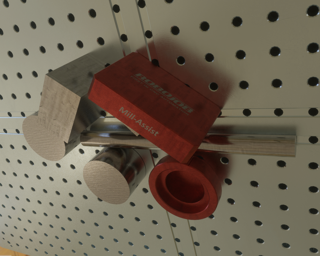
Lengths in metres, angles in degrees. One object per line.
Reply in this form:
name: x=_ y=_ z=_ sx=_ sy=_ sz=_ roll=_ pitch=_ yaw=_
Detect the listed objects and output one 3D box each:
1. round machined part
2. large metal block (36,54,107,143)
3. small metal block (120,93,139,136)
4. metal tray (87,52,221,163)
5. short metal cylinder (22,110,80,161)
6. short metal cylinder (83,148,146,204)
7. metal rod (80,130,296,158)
round machined part: x=0.037 y=0.075 z=0.427 sx=0.098 sy=0.042 sz=0.097 roll=13 pitch=124 yaw=21
large metal block: x=-0.109 y=-0.040 z=0.409 sx=0.050 sy=0.080 sz=0.079 roll=33 pitch=129 yaw=6
small metal block: x=-0.030 y=-0.025 z=0.412 sx=0.050 sy=0.025 sz=0.050 roll=43 pitch=129 yaw=-2
metal tray: x=-0.003 y=-0.028 z=0.353 sx=0.130 sy=0.090 sz=0.030 roll=35 pitch=129 yaw=5
short metal cylinder: x=-0.164 y=0.005 z=0.484 sx=0.080 sy=0.050 sz=0.079 roll=13 pitch=124 yaw=21
short metal cylinder: x=-0.069 y=0.069 z=0.474 sx=0.080 sy=0.050 sz=0.079 roll=13 pitch=124 yaw=21
metal rod: x=0.017 y=0.018 z=0.413 sx=0.300 sy=0.025 sz=0.025 roll=1 pitch=119 yaw=27
